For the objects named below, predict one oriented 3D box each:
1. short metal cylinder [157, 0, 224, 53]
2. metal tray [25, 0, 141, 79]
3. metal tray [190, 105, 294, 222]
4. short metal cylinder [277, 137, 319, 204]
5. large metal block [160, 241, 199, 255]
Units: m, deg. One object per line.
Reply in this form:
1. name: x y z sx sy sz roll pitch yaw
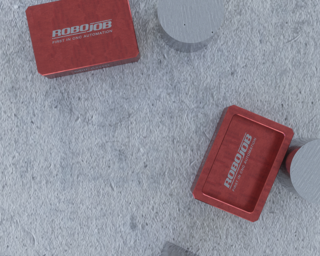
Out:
1. short metal cylinder: 0.037 -0.142 0.398 0.081 0.050 0.079 0 90 0
2. metal tray: -0.099 -0.122 0.406 0.131 0.030 0.089 -12 90 0
3. metal tray: 0.106 0.045 0.408 0.090 0.030 0.129 23 90 0
4. short metal cylinder: 0.197 0.053 0.399 0.081 0.050 0.079 0 90 0
5. large metal block: 0.015 0.201 0.383 0.050 0.080 0.080 26 90 0
